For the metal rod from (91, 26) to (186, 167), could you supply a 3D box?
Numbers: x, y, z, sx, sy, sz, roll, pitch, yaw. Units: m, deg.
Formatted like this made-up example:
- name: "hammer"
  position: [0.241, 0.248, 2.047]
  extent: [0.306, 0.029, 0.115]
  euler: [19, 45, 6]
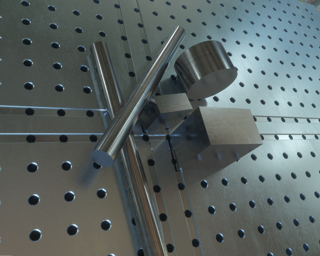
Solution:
- name: "metal rod"
  position: [-0.013, -0.065, 0.419]
  extent: [0.025, 0.025, 0.301]
  euler: [33, 44, -7]

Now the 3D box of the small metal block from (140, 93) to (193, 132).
- name: "small metal block"
  position: [0.007, -0.020, 0.410]
  extent: [0.050, 0.050, 0.025]
  euler: [-10, 67, -33]

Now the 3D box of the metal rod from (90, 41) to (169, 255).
- name: "metal rod"
  position: [-0.042, 0.019, 0.375]
  extent: [0.025, 0.025, 0.299]
  euler: [-4, 64, -31]

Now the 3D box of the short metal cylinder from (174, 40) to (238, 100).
- name: "short metal cylinder"
  position: [0.068, -0.085, 0.463]
  extent: [0.081, 0.080, 0.050]
  euler: [-9, 67, -32]

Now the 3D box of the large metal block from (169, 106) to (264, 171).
- name: "large metal block"
  position: [0.070, 0.015, 0.403]
  extent: [0.081, 0.080, 0.050]
  euler: [1, 62, -28]
